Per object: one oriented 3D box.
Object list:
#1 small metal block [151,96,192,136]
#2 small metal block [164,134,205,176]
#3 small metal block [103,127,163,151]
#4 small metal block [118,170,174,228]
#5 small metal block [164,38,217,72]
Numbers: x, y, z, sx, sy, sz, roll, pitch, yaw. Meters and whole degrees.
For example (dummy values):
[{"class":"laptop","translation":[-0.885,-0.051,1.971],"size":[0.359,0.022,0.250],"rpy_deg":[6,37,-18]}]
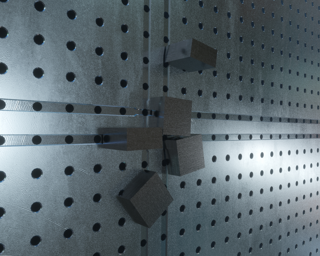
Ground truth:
[{"class":"small metal block","translation":[0.016,-0.015,0.425],"size":[0.050,0.025,0.050],"rpy_deg":[5,87,-40]},{"class":"small metal block","translation":[0.036,0.037,0.442],"size":[0.050,0.025,0.050],"rpy_deg":[-12,98,-40]},{"class":"small metal block","translation":[-0.033,0.012,0.367],"size":[0.050,0.050,0.025],"rpy_deg":[-1,91,-40]},{"class":"small metal block","translation":[-0.017,0.090,0.397],"size":[0.050,0.025,0.050],"rpy_deg":[-44,117,-31]},{"class":"small metal block","translation":[0.043,-0.100,0.431],"size":[0.050,0.050,0.025],"rpy_deg":[12,83,-40]}]
